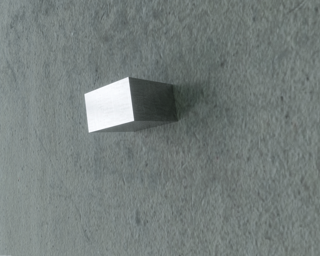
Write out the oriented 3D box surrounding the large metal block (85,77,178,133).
[{"bbox_3d":[-0.036,-0.026,0.397,0.080,0.081,0.050,-13,82,39],"label":"large metal block"}]
